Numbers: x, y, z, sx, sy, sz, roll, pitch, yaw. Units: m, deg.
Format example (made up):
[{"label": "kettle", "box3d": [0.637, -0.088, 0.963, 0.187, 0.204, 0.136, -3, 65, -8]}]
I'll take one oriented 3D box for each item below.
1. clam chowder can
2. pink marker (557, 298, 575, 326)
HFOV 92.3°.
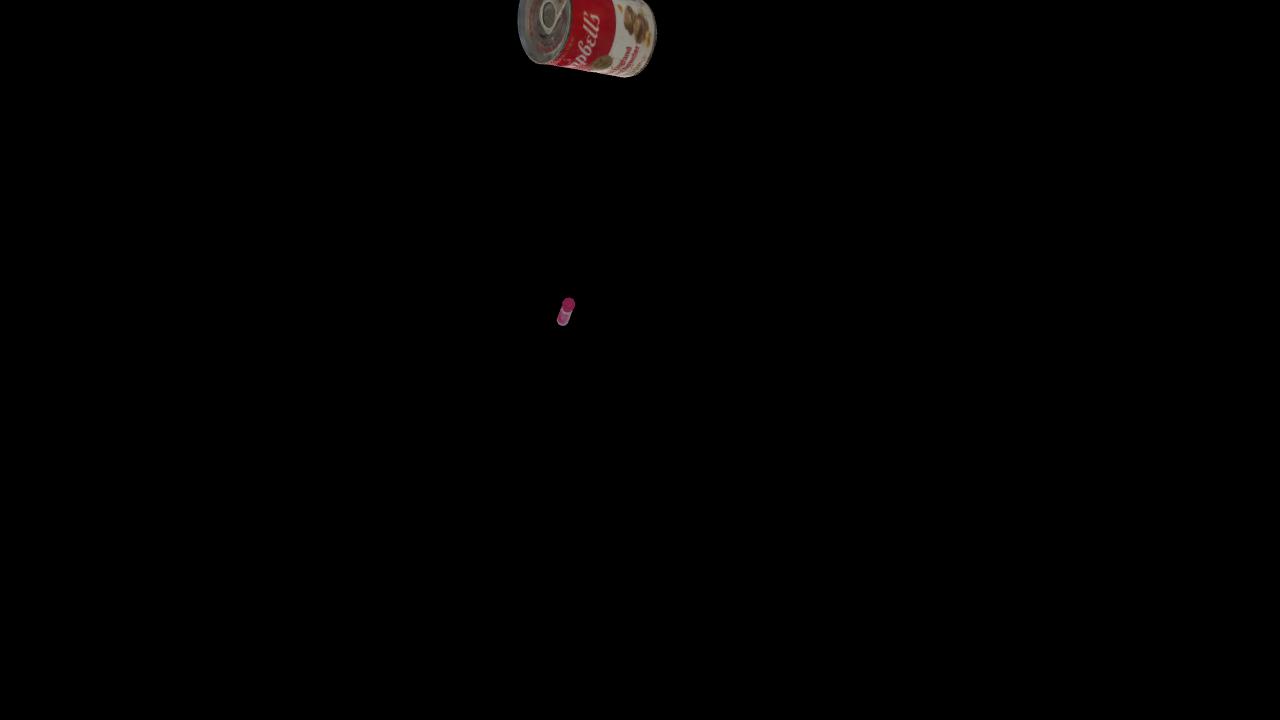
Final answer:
[{"label": "clam chowder can", "box3d": [-0.043, -0.282, 0.524, 0.068, 0.068, 0.102, 0, 12, 45]}, {"label": "pink marker", "box3d": [-0.112, -0.072, 0.932, 0.020, 0.020, 0.121, 0, -8, -12]}]
